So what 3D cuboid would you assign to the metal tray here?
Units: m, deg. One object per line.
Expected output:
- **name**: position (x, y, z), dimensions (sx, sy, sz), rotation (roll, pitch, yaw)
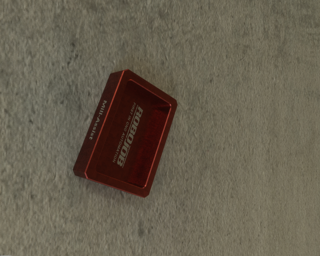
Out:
- **metal tray**: position (-0.036, 0.008, 0.369), dimensions (0.090, 0.030, 0.130), rotation (29, 72, -36)
